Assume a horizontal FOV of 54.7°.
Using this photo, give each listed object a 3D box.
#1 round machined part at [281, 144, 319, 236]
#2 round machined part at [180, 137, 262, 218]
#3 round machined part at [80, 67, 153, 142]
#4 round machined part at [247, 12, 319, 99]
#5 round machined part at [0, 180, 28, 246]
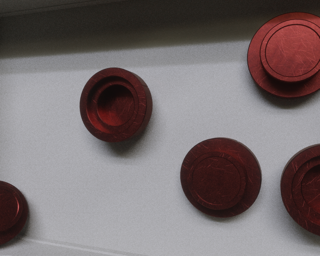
[{"bbox_3d":[0.183,0.065,0.336,0.098,0.042,0.097,0,90,20],"label":"round machined part"},{"bbox_3d":[0.072,0.060,0.376,0.098,0.042,0.097,0,90,20],"label":"round machined part"},{"bbox_3d":[-0.055,-0.030,0.421,0.098,0.042,0.097,0,90,20],"label":"round machined part"},{"bbox_3d":[0.149,-0.082,0.349,0.098,0.042,0.097,0,90,20],"label":"round machined part"},{"bbox_3d":[-0.244,0.122,0.454,0.042,0.099,0.098,-36,78,40],"label":"round machined part"}]
